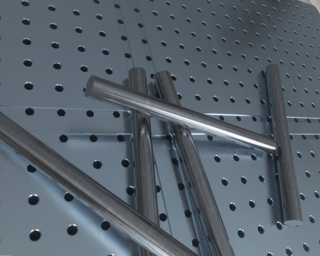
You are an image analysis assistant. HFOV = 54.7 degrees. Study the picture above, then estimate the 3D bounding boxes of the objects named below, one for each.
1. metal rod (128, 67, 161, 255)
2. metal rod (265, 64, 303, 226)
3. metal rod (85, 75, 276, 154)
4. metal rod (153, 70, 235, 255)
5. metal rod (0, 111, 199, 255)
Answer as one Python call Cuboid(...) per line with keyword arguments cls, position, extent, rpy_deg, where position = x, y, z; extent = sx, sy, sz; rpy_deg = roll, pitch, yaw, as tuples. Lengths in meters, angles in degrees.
Cuboid(cls="metal rod", position=(-0.019, 0.052, 0.367), extent=(0.025, 0.025, 0.299), rpy_deg=(8, 58, -24))
Cuboid(cls="metal rod", position=(0.201, 0.009, 0.513), extent=(0.025, 0.025, 0.300), rpy_deg=(19, 54, -17))
Cuboid(cls="metal rod", position=(0.049, -0.008, 0.409), extent=(0.302, 0.025, 0.025), rpy_deg=(16, 55, -31))
Cuboid(cls="metal rod", position=(0.044, 0.054, 0.400), extent=(0.025, 0.025, 0.299), rpy_deg=(-3, 63, -30))
Cuboid(cls="metal rod", position=(-0.060, 0.072, 0.310), extent=(0.301, 0.025, 0.025), rpy_deg=(35, 51, 3))
